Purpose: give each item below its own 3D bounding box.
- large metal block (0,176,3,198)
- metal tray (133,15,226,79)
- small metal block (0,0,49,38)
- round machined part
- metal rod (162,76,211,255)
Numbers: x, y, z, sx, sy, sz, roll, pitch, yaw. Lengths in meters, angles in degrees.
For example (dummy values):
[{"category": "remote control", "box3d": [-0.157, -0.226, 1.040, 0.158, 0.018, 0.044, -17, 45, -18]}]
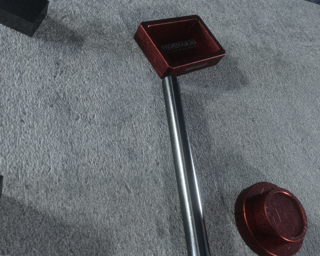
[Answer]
[{"category": "large metal block", "box3d": [-0.182, 0.073, 0.245, 0.081, 0.050, 0.080, 19, 55, -18]}, {"category": "metal tray", "box3d": [0.034, -0.134, 0.500, 0.131, 0.030, 0.090, -23, 74, -36]}, {"category": "small metal block", "box3d": [-0.179, -0.152, 0.400, 0.050, 0.025, 0.050, 23, 53, -14]}, {"category": "round machined part", "box3d": [0.150, 0.116, 0.403, 0.099, 0.042, 0.098, 14, 56, -21]}, {"category": "metal rod", "box3d": [0.033, 0.062, 0.383, 0.025, 0.025, 0.299, 7, 59, -25]}]
